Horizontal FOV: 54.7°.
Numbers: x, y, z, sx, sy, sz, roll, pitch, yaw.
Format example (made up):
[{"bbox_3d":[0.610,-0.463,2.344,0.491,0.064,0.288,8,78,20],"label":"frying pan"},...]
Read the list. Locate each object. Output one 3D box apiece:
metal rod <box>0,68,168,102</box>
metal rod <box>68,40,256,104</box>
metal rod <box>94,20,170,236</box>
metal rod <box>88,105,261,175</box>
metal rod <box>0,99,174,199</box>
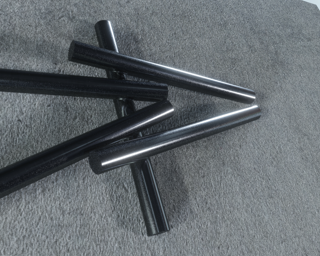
[{"bbox_3d":[-0.135,-0.050,0.346,0.303,0.025,0.025,2,61,-21],"label":"metal rod"},{"bbox_3d":[0.023,-0.072,0.442,0.302,0.025,0.025,9,58,-31],"label":"metal rod"},{"bbox_3d":[-0.042,-0.017,0.394,0.025,0.025,0.299,-3,63,-30],"label":"metal rod"},{"bbox_3d":[0.045,0.005,0.408,0.302,0.025,0.025,-15,70,-41],"label":"metal rod"},{"bbox_3d":[-0.107,0.032,0.311,0.302,0.025,0.025,-26,76,-32],"label":"metal rod"}]
